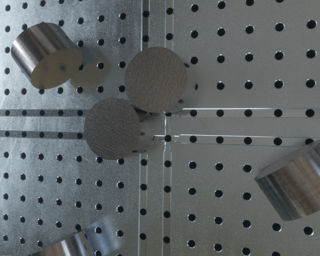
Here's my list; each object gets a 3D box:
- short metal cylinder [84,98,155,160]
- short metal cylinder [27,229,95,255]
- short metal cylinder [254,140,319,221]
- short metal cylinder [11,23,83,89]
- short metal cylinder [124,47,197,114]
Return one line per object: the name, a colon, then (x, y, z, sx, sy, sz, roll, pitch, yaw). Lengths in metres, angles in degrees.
short metal cylinder: (-0.053, 0.001, 0.417, 0.080, 0.050, 0.079, 0, 90, 19)
short metal cylinder: (-0.134, 0.181, 0.429, 0.080, 0.080, 0.050, -26, 82, 18)
short metal cylinder: (0.150, 0.055, 0.331, 0.080, 0.080, 0.050, -35, 79, 16)
short metal cylinder: (-0.158, -0.100, 0.438, 0.080, 0.080, 0.050, -42, 77, 15)
short metal cylinder: (0.002, -0.059, 0.398, 0.080, 0.050, 0.079, 0, 91, 19)
